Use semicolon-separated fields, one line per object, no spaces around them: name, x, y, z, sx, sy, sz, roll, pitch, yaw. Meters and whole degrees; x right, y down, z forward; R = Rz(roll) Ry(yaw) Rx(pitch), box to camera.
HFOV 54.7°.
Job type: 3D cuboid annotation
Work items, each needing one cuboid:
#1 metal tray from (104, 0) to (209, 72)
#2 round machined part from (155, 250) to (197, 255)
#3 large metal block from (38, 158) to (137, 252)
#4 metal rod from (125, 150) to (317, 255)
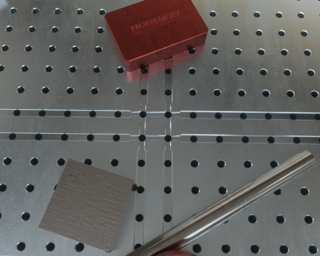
metal tray;-0.006;-0.148;0.463;0.131;0.030;0.090;-23;72;-9
round machined part;0.017;0.182;0.331;0.099;0.042;0.098;1;79;-5
large metal block;-0.080;0.091;0.364;0.080;0.050;0.080;17;71;6
metal rod;0.061;0.108;0.372;0.302;0.025;0.025;-28;73;-10
